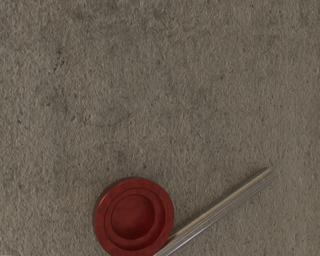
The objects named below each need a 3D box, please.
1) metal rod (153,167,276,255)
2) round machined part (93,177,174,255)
[{"bbox_3d":[0.041,0.140,0.425,0.302,0.025,0.025,-29,100,-18],"label":"metal rod"},{"bbox_3d":[-0.035,0.109,0.388,0.099,0.042,0.097,0,90,-21],"label":"round machined part"}]
